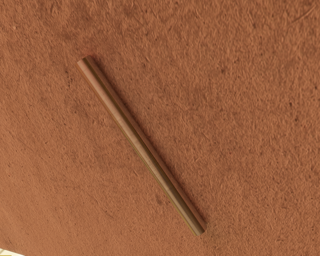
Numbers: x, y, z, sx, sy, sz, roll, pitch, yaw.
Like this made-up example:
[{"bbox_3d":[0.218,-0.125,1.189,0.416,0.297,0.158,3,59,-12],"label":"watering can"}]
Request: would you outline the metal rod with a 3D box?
[{"bbox_3d":[-0.021,0.033,0.438,0.025,0.025,0.299,-24,106,37],"label":"metal rod"}]
